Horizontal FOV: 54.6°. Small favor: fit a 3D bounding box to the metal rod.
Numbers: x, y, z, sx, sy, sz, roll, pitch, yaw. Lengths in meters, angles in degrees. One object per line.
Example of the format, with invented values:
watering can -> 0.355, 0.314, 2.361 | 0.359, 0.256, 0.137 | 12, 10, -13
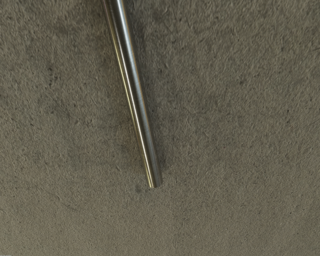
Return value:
metal rod -> -0.028, -0.030, 0.380 | 0.025, 0.025, 0.299 | -6, 130, 5
